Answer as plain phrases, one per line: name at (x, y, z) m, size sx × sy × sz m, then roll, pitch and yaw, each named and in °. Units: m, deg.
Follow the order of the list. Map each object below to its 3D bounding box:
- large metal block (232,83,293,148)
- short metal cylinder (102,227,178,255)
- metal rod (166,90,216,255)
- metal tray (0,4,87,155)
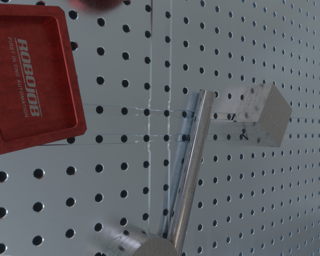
large metal block at (0.182, -0.021, 0.546) m, size 0.080 × 0.050 × 0.080 m, roll 41°, pitch 65°, yaw -33°
short metal cylinder at (-0.024, 0.166, 0.373) m, size 0.081 × 0.050 × 0.079 m, roll 0°, pitch 90°, yaw -40°
metal rod at (0.037, 0.090, 0.440) m, size 0.025 × 0.025 × 0.299 m, roll 23°, pitch 76°, yaw -38°
metal tray at (-0.128, -0.048, 0.297) m, size 0.091 × 0.030 × 0.129 m, roll -15°, pitch 100°, yaw -39°
